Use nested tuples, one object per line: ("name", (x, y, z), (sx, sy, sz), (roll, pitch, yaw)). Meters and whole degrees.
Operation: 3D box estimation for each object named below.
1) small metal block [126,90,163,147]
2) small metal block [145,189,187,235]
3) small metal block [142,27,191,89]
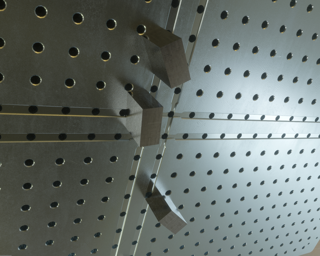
("small metal block", (-0.020, -0.012, 0.376), (0.025, 0.050, 0.050), (-8, 122, -24))
("small metal block", (0.010, 0.129, 0.479), (0.025, 0.050, 0.050), (-41, 129, 0))
("small metal block", (0.007, -0.079, 0.349), (0.025, 0.050, 0.050), (-27, 128, -11))
